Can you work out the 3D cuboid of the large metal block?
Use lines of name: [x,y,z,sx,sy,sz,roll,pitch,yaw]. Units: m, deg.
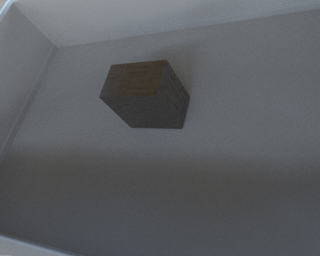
large metal block: [-0.017,-0.040,0.402,0.080,0.080,0.050,1,63,28]
